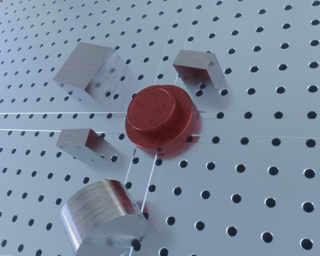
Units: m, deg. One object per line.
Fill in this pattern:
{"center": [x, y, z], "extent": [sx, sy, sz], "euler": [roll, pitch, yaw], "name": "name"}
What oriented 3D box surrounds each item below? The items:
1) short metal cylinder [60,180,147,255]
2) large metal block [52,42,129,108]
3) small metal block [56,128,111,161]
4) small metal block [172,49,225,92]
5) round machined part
{"center": [-0.062, 0.104, 0.340], "extent": [0.080, 0.080, 0.050], "euler": [-41, 51, 0], "name": "short metal cylinder"}
{"center": [-0.112, -0.088, 0.503], "extent": [0.080, 0.050, 0.080], "euler": [19, 72, 35], "name": "large metal block"}
{"center": [-0.106, 0.024, 0.431], "extent": [0.050, 0.050, 0.025], "euler": [-2, 61, 27], "name": "small metal block"}
{"center": [0.052, -0.076, 0.410], "extent": [0.050, 0.050, 0.025], "euler": [17, 71, 34], "name": "small metal block"}
{"center": [-0.004, -0.018, 0.409], "extent": [0.098, 0.042, 0.098], "euler": [-13, 56, 20], "name": "round machined part"}
